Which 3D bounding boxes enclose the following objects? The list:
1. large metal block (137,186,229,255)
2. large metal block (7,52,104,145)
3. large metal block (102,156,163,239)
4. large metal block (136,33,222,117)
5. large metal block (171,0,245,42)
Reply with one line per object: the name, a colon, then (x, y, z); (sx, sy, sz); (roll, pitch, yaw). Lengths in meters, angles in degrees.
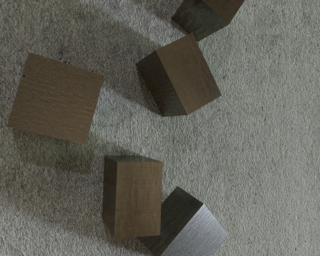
large metal block: (0.029, 0.135, 0.393); (0.080, 0.050, 0.080); (-47, 127, -14)
large metal block: (-0.117, -0.030, 0.352); (0.081, 0.050, 0.080); (16, 85, -20)
large metal block: (-0.035, 0.076, 0.367); (0.050, 0.080, 0.080); (2, 89, -20)
large metal block: (0.020, -0.062, 0.387); (0.050, 0.080, 0.080); (-30, 100, -17)
large metal block: (0.070, -0.169, 0.405); (0.050, 0.080, 0.080); (37, 78, -17)
